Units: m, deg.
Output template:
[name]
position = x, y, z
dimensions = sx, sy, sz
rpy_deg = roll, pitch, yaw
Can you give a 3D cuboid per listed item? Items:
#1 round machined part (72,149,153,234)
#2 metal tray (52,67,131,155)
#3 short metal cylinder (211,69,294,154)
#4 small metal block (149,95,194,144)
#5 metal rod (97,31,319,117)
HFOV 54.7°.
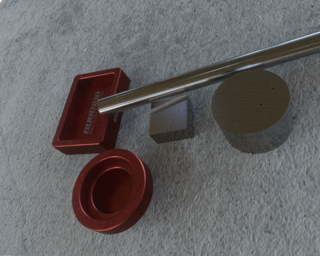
[round machined part]
position = -0.052, 0.078, 0.371
dimensions = 0.098, 0.042, 0.098
rpy_deg = -13, 56, 20
[metal tray]
position = -0.101, -0.026, 0.467
dimensions = 0.090, 0.030, 0.130
rpy_deg = -5, 59, 25
[short metal cylinder]
position = 0.103, -0.018, 0.344
dimensions = 0.080, 0.050, 0.080
rpy_deg = -13, 56, 20
[small metal block]
position = 0.016, -0.011, 0.401
dimensions = 0.050, 0.025, 0.050
rpy_deg = -11, 57, 22
[metal rod]
position = 0.063, -0.067, 0.391
dimensions = 0.301, 0.025, 0.025
rpy_deg = -16, 55, 11
